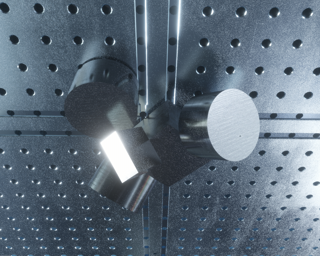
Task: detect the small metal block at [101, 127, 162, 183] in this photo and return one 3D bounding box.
[{"bbox_3d":[-0.031,0.028,0.349,0.025,0.050,0.050,-36,78,28],"label":"small metal block"}]

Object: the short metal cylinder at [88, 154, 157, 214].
[{"bbox_3d":[-0.051,0.076,0.427,0.080,0.050,0.080,29,168,7],"label":"short metal cylinder"}]

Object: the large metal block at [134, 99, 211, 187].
[{"bbox_3d":[0.011,0.023,0.407,0.080,0.050,0.080,37,121,-27],"label":"large metal block"}]

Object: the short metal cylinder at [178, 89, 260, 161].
[{"bbox_3d":[0.069,-0.003,0.360,0.080,0.080,0.050,36,160,-26],"label":"short metal cylinder"}]

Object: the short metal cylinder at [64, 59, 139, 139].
[{"bbox_3d":[-0.065,-0.033,0.362,0.081,0.050,0.079,0,130,0],"label":"short metal cylinder"}]
